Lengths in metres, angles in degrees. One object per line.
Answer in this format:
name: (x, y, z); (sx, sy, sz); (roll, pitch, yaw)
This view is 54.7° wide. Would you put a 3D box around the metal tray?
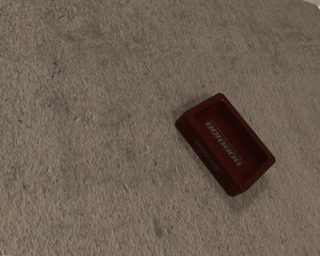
metal tray: (0.094, 0.020, 0.441); (0.091, 0.030, 0.130); (-30, 78, -38)
